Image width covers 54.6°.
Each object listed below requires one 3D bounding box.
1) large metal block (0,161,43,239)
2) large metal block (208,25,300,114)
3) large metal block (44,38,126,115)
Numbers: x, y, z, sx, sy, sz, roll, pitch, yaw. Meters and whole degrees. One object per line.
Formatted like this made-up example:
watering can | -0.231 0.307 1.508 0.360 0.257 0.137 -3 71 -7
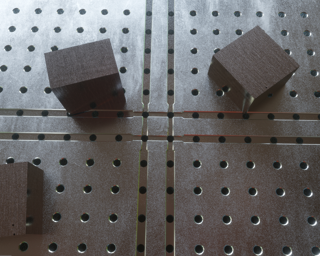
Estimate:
large metal block | -0.188 0.088 0.365 0.080 0.050 0.080 -6 70 -2
large metal block | 0.126 -0.080 0.428 0.080 0.050 0.080 -35 74 -12
large metal block | -0.094 -0.064 0.406 0.080 0.080 0.050 -15 71 -5
